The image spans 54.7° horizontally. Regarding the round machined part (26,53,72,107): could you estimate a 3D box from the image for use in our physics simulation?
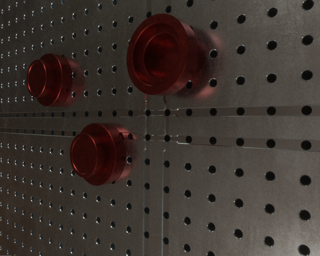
[{"bbox_3d":[-0.208,-0.088,0.566,0.098,0.042,0.097,0,90,39],"label":"round machined part"}]

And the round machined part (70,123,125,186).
[{"bbox_3d":[-0.103,0.041,0.480,0.098,0.042,0.097,0,90,39],"label":"round machined part"}]

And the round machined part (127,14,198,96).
[{"bbox_3d":[0.007,-0.089,0.391,0.098,0.042,0.097,0,90,39],"label":"round machined part"}]
